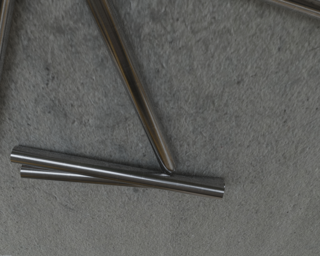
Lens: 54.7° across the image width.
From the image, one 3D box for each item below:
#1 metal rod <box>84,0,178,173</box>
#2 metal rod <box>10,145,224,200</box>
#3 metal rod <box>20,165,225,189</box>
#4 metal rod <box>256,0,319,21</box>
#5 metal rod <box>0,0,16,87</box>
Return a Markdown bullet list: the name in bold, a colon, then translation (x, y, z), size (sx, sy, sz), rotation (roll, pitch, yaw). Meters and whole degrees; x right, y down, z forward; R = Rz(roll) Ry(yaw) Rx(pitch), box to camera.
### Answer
- **metal rod**: translation (-0.030, -0.052, 0.362), size (0.025, 0.025, 0.299), rotation (-14, 129, 11)
- **metal rod**: translation (-0.057, 0.065, 0.446), size (0.302, 0.025, 0.025), rotation (11, 129, -4)
- **metal rod**: translation (-0.051, 0.077, 0.471), size (0.302, 0.025, 0.025), rotation (6, 130, -6)
- **metal rod**: translation (0.094, -0.135, 0.293), size (0.302, 0.025, 0.025), rotation (13, 129, -11)
- **metal rod**: translation (-0.193, -0.062, 0.351), size (0.025, 0.025, 0.298), rotation (20, 127, -17)
